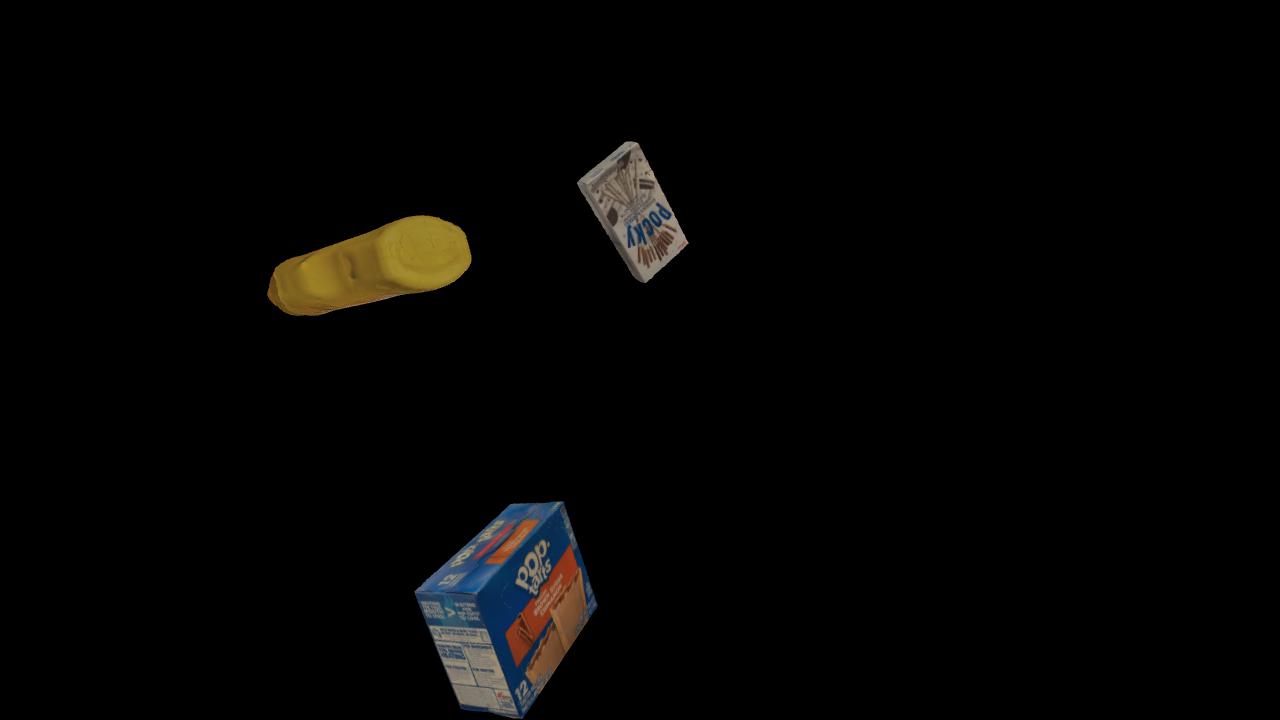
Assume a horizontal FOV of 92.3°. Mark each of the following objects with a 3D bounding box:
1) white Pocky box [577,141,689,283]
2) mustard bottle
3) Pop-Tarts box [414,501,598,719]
[{"bbox_3d":[-0.005,-0.177,0.752,0.028,0.084,0.154,32,-19,50],"label":"white Pocky box"},{"bbox_3d":[-0.229,-0.066,0.482,0.184,0.054,0.092,-8,17,28],"label":"mustard bottle"},{"bbox_3d":[-0.131,0.253,0.651,0.083,0.141,0.167,-10,13,25],"label":"Pop-Tarts box"}]
